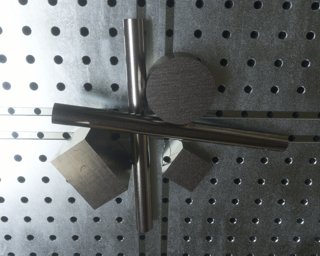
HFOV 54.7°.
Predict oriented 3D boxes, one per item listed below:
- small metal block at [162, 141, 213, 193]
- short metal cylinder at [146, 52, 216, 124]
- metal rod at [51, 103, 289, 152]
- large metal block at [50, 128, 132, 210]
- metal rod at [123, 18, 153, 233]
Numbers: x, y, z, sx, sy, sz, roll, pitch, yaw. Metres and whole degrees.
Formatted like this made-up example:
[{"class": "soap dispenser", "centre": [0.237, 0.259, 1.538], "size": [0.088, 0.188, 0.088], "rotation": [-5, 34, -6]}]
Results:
[{"class": "small metal block", "centre": [0.038, 0.054, 0.435], "size": [0.050, 0.025, 0.050], "rotation": [32, 107, -12]}, {"class": "short metal cylinder", "centre": [0.024, -0.050, 0.382], "size": [0.081, 0.050, 0.079], "rotation": [0, 110, -1]}, {"class": "metal rod", "centre": [0.022, 0.001, 0.394], "size": [0.302, 0.025, 0.025], "rotation": [7, 110, -11]}, {"class": "large metal block", "centre": [-0.082, 0.042, 0.397], "size": [0.050, 0.080, 0.080], "rotation": [-33, 107, 11]}, {"class": "metal rod", "centre": [-0.027, 0.010, 0.417], "size": [0.025, 0.025, 0.298], "rotation": [-2, 110, 0]}]
